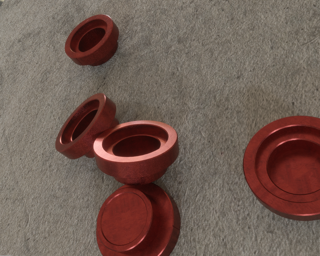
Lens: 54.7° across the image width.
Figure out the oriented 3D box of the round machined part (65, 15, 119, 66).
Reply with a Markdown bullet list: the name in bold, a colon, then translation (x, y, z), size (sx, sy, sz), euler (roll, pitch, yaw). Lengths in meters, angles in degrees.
- **round machined part**: translation (-0.114, -0.148, 0.544), size (0.098, 0.042, 0.098), euler (-13, 56, 21)

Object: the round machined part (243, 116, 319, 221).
- **round machined part**: translation (0.134, 0.040, 0.298), size (0.098, 0.042, 0.098), euler (-13, 56, 21)

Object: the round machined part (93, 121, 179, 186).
- **round machined part**: translation (-0.026, 0.031, 0.368), size (0.099, 0.042, 0.098), euler (-5, 27, 3)

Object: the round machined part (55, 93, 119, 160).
- **round machined part**: translation (-0.095, 0.003, 0.428), size (0.098, 0.042, 0.098), euler (-32, 34, 25)

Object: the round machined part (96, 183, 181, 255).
- **round machined part**: translation (-0.030, 0.105, 0.345), size (0.098, 0.042, 0.098), euler (-13, 56, 21)
